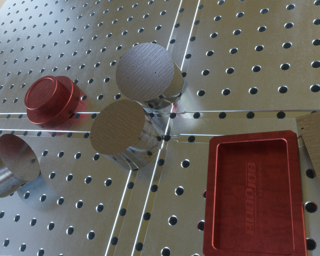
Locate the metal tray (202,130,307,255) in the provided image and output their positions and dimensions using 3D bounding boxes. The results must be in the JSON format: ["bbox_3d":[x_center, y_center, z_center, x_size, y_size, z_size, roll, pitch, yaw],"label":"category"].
[{"bbox_3d":[0.094,0.069,0.312,0.090,0.030,0.130,-6,59,25],"label":"metal tray"}]

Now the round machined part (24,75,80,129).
[{"bbox_3d":[-0.189,-0.050,0.528,0.098,0.042,0.098,-13,56,21],"label":"round machined part"}]

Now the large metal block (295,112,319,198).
[{"bbox_3d":[0.180,0.024,0.283,0.080,0.050,0.080,-17,55,18],"label":"large metal block"}]

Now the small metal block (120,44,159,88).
[{"bbox_3d":[-0.033,-0.097,0.485,0.050,0.025,0.050,-22,53,15],"label":"small metal block"}]

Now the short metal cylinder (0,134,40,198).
[{"bbox_3d":[-0.227,0.055,0.459,0.050,0.080,0.080,-31,52,8],"label":"short metal cylinder"}]

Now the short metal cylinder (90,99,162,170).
[{"bbox_3d":[-0.044,0.009,0.410,0.080,0.050,0.080,-13,56,21],"label":"short metal cylinder"}]

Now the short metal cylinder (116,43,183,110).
[{"bbox_3d":[-0.013,-0.069,0.425,0.080,0.050,0.080,-3,80,16],"label":"short metal cylinder"}]
